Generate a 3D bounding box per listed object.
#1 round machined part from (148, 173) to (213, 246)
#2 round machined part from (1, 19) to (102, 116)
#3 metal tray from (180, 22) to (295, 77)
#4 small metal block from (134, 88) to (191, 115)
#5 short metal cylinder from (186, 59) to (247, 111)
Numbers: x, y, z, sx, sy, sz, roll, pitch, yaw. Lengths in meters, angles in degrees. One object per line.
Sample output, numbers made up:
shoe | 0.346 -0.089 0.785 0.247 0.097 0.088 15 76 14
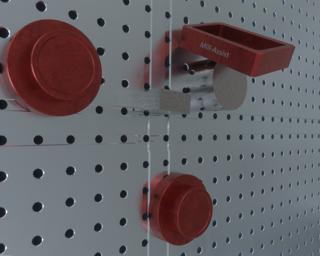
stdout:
round machined part | 0.035 0.113 0.428 0.099 0.042 0.097 0 90 -40
round machined part | -0.102 -0.060 0.313 0.099 0.042 0.097 0 90 -40
metal tray | 0.104 -0.113 0.428 0.091 0.130 0.030 -20 131 -38
small metal block | 0.003 -0.032 0.396 0.050 0.050 0.025 6 86 -40
short metal cylinder | 0.086 -0.065 0.466 0.081 0.050 0.079 0 90 -40
